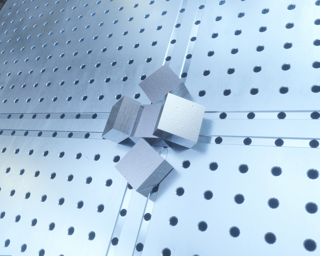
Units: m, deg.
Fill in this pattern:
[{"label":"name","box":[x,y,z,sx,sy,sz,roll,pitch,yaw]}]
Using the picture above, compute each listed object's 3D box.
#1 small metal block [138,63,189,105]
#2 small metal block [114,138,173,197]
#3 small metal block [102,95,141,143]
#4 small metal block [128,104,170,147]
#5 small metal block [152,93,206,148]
[{"label":"small metal block","box":[0.005,-0.057,0.441,0.050,0.025,0.050,-37,50,2]},{"label":"small metal block","box":[-0.021,0.049,0.389,0.050,0.025,0.050,-47,50,-4]},{"label":"small metal block","box":[-0.054,-0.011,0.428,0.050,0.025,0.050,-29,41,59]},{"label":"small metal block","box":[-0.009,-0.004,0.415,0.050,0.025,0.050,2,62,29]},{"label":"small metal block","box":[0.024,-0.009,0.384,0.050,0.025,0.050,20,66,-8]}]
